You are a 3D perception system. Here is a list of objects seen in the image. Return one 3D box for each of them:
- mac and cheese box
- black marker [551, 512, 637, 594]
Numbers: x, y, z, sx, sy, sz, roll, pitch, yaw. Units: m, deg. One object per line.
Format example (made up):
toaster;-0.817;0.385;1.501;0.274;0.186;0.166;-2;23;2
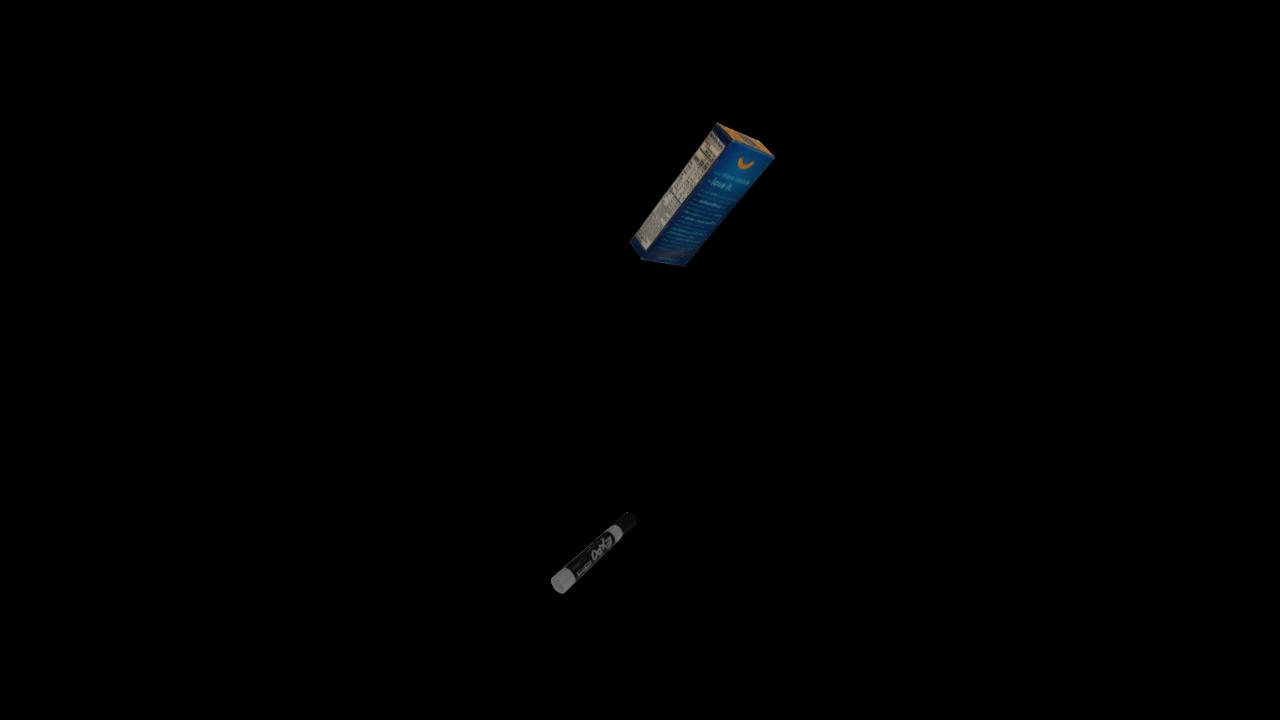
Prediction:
mac and cheese box;0.074;-0.197;0.764;0.093;0.041;0.184;0;-40;-47
black marker;-0.043;0.192;0.626;0.020;0.020;0.121;0;21;39
